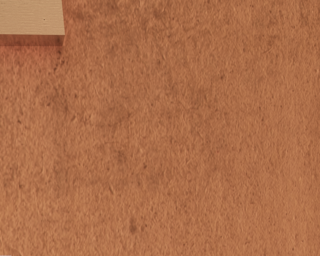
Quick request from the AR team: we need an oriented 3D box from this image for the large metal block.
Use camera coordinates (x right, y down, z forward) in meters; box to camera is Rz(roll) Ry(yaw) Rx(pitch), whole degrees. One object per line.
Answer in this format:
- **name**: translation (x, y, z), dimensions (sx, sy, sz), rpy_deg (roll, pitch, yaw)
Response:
- **large metal block**: translation (-0.152, -0.136, 0.340), dimensions (0.081, 0.050, 0.079), rpy_deg (-6, 92, -20)
